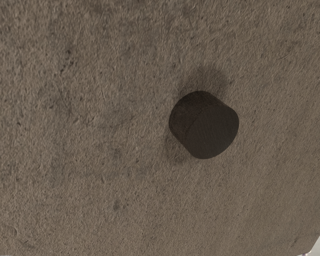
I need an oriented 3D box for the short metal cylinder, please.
[{"bbox_3d":[0.059,-0.004,0.422,0.081,0.050,0.079,-14,125,-21],"label":"short metal cylinder"}]
